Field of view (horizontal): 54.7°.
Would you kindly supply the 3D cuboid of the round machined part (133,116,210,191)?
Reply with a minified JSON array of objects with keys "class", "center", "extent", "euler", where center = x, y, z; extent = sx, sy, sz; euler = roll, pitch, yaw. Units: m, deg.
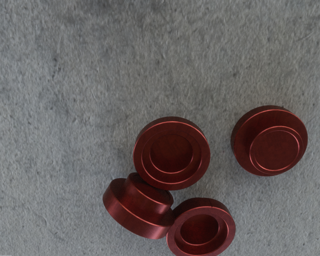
[{"class":"round machined part","center":[0.015,0.030,0.412],"extent":[0.099,0.042,0.097],"euler":[0,110,-1]}]

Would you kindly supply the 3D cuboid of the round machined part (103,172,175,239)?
[{"class":"round machined part","center":[-0.021,0.095,0.406],"extent":[0.098,0.098,0.042],"euler":[30,101,-11]}]

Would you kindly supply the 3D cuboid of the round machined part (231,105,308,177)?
[{"class":"round machined part","center":[0.148,0.022,0.411],"extent":[0.099,0.042,0.097],"euler":[0,110,-1]}]

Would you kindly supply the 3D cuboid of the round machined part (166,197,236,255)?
[{"class":"round machined part","center":[0.055,0.140,0.449],"extent":[0.099,0.042,0.097],"euler":[-3,114,-6]}]
